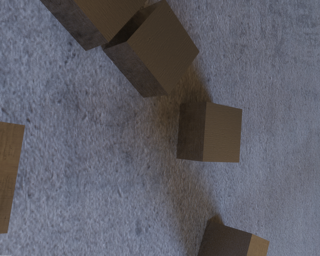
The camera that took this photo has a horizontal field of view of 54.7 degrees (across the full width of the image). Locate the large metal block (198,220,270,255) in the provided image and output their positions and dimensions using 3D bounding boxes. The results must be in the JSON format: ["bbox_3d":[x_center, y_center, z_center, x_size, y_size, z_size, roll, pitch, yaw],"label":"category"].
[{"bbox_3d":[0.105,0.192,0.460,0.050,0.080,0.080,33,70,-36],"label":"large metal block"}]

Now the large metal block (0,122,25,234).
[{"bbox_3d":[-0.151,0.033,0.243,0.050,0.080,0.080,12,83,-40],"label":"large metal block"}]

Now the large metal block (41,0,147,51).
[{"bbox_3d":[-0.071,-0.143,0.330,0.080,0.050,0.080,49,61,-29],"label":"large metal block"}]

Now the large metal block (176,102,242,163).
[{"bbox_3d":[0.073,0.008,0.452,0.081,0.050,0.080,7,86,-40],"label":"large metal block"}]

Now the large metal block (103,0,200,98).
[{"bbox_3d":[-0.008,-0.095,0.383,0.080,0.050,0.080,49,61,-29],"label":"large metal block"}]
